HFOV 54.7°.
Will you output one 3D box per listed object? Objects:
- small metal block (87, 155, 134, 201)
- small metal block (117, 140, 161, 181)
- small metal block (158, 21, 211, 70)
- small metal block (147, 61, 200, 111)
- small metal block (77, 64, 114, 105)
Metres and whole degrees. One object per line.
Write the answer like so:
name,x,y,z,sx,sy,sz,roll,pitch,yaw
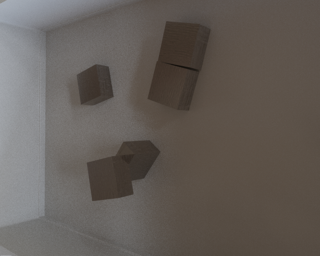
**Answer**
small metal block,-0.064,0.063,0.392,0.050,0.025,0.050,-16,80,38
small metal block,-0.035,0.045,0.417,0.025,0.050,0.050,45,117,30
small metal block,0.029,-0.101,0.381,0.050,0.025,0.050,20,103,38
small metal block,0.016,-0.053,0.392,0.050,0.025,0.050,24,105,37
small metal block,-0.103,-0.067,0.489,0.050,0.025,0.050,-17,80,38
